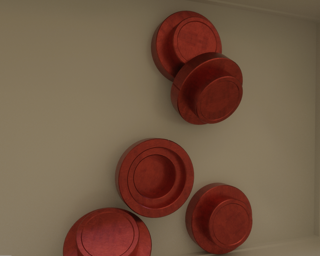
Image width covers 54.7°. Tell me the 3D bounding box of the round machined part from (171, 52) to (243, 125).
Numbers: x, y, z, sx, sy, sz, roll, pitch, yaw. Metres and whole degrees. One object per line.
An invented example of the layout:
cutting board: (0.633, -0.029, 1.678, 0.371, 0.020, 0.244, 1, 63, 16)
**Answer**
round machined part: (0.067, -0.044, 0.401, 0.099, 0.042, 0.097, -15, 129, -19)

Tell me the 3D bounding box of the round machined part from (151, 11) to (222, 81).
round machined part: (0.041, -0.109, 0.416, 0.099, 0.042, 0.097, 0, 90, -20)

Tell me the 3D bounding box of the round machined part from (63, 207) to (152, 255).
round machined part: (-0.058, 0.130, 0.349, 0.099, 0.098, 0.042, -11, 134, -20)

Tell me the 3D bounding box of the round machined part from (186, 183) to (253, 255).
round machined part: (0.089, 0.129, 0.434, 0.099, 0.042, 0.097, 0, 90, -20)

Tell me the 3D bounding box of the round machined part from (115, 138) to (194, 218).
round machined part: (-0.009, 0.061, 0.398, 0.099, 0.042, 0.097, 0, 90, -20)
